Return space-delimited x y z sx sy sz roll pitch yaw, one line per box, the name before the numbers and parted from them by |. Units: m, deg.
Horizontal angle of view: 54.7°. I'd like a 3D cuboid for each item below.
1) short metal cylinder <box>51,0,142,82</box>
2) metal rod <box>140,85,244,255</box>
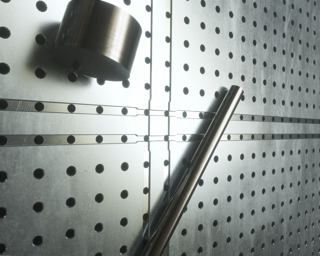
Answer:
short metal cylinder | -0.064 -0.087 0.320 0.080 0.080 0.050 23 76 -38
metal rod | 0.056 0.055 0.455 0.025 0.025 0.300 46 62 -30
